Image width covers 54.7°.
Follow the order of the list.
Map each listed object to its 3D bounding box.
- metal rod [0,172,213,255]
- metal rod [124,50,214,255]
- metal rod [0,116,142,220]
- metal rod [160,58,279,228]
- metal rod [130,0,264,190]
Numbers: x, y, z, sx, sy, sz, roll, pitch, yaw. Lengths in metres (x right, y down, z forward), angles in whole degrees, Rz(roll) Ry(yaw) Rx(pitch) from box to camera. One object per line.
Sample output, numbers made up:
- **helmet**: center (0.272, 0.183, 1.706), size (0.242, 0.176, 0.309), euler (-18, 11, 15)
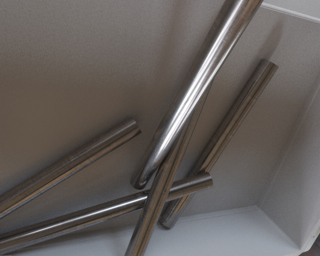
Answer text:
- **metal rod**: center (-0.068, 0.113, 0.426), size (0.302, 0.025, 0.025), euler (-14, 125, -15)
- **metal rod**: center (0.015, 0.045, 0.408), size (0.025, 0.025, 0.298), euler (16, 98, -35)
- **metal rod**: center (-0.157, 0.074, 0.369), size (0.301, 0.025, 0.025), euler (-32, 129, -8)
- **metal rod**: center (0.085, 0.032, 0.476), size (0.025, 0.025, 0.298), euler (20, 108, -36)
- **metal rod**: center (0.018, -0.012, 0.335), size (0.025, 0.025, 0.298), euler (-4, 145, -27)
